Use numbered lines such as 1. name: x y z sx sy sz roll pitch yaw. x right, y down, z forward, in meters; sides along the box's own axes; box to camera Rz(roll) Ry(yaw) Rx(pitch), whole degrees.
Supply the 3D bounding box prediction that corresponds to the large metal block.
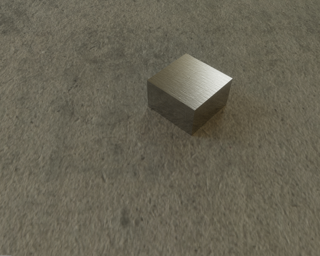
1. large metal block: 0.040 -0.049 0.428 0.080 0.050 0.080 36 58 26
